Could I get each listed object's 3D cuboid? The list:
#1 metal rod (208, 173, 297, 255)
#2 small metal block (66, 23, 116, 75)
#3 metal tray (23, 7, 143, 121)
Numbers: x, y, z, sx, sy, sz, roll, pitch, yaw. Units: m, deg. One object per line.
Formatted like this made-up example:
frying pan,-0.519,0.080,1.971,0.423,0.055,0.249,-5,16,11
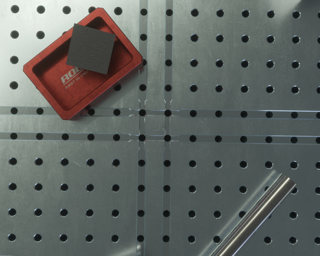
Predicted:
metal rod,0.074,0.181,0.414,0.025,0.025,0.300,42,90,-1
small metal block,-0.087,-0.099,0.390,0.050,0.025,0.050,12,101,-14
metal tray,-0.099,-0.082,0.409,0.130,0.030,0.090,-39,91,-1
